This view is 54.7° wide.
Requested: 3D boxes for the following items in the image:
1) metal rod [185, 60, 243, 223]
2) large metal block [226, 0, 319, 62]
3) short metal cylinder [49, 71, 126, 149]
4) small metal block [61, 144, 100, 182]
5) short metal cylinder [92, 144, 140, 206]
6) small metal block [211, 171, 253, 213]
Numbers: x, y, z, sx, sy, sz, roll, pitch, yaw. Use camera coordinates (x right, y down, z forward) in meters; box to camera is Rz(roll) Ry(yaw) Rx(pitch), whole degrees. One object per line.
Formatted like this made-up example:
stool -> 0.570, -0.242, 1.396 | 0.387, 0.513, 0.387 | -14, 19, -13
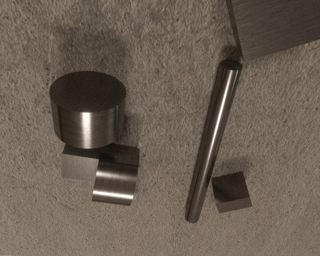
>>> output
metal rod -> 0.068, 0.042, 0.444 | 0.025, 0.025, 0.298 | 3, 130, -3
large metal block -> 0.107, -0.120, 0.291 | 0.080, 0.050, 0.080 | -16, 129, 12
short metal cylinder -> -0.080, -0.022, 0.351 | 0.081, 0.080, 0.050 | 5, 130, -5
small metal block -> -0.114, 0.049, 0.448 | 0.050, 0.025, 0.050 | 10, 130, -9
short metal cylinder -> -0.061, 0.063, 0.424 | 0.050, 0.080, 0.079 | 10, 129, -9
small metal block -> 0.110, 0.098, 0.477 | 0.050, 0.050, 0.025 | -15, 129, 12
